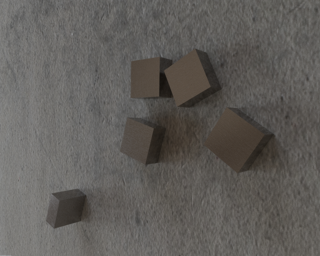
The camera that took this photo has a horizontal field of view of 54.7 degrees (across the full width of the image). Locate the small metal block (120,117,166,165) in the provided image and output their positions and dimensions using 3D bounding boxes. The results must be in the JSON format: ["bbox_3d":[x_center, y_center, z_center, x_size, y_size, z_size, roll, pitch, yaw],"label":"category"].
[{"bbox_3d":[-0.024,0.017,0.423,0.050,0.025,0.050,22,104,37],"label":"small metal block"}]

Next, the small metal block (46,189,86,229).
[{"bbox_3d":[-0.156,0.133,0.514,0.025,0.050,0.050,23,105,37],"label":"small metal block"}]

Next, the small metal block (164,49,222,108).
[{"bbox_3d":[0.038,-0.058,0.372,0.050,0.025,0.050,-30,72,35],"label":"small metal block"}]

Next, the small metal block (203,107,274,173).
[{"bbox_3d":[0.084,0.012,0.335,0.050,0.025,0.050,42,115,31],"label":"small metal block"}]

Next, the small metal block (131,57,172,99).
[{"bbox_3d":[-0.012,-0.065,0.413,0.050,0.025,0.050,2,91,39],"label":"small metal block"}]
